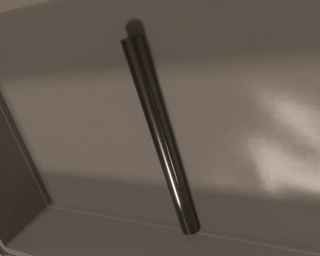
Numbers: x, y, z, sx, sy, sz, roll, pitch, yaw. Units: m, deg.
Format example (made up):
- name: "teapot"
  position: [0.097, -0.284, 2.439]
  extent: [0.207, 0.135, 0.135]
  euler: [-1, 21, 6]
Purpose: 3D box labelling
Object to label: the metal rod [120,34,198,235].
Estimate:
- name: "metal rod"
  position: [0.006, 0.025, 0.419]
  extent: [0.025, 0.025, 0.298]
  euler: [-3, 117, 29]
